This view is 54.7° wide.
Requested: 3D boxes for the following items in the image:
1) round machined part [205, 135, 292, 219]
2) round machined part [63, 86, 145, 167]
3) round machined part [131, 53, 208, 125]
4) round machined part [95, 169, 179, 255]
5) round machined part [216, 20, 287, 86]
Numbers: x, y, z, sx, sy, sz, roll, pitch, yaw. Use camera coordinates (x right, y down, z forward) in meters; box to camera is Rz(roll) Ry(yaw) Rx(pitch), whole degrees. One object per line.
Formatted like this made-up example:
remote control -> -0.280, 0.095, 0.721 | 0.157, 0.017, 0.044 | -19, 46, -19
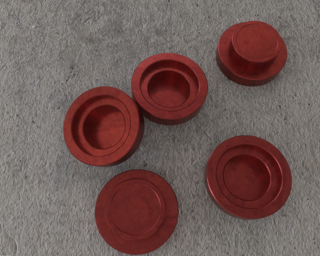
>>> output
round machined part -> 0.103, 0.061, 0.377 | 0.099, 0.042, 0.098 | 0, 70, 0
round machined part -> -0.066, 0.000, 0.389 | 0.098, 0.042, 0.098 | -3, 78, 13
round machined part -> 0.011, -0.048, 0.414 | 0.099, 0.042, 0.098 | 1, 68, -3
round machined part -> -0.027, 0.096, 0.363 | 0.099, 0.042, 0.098 | 0, 70, 0
round machined part -> 0.132, -0.112, 0.441 | 0.099, 0.042, 0.098 | 0, 70, 0
